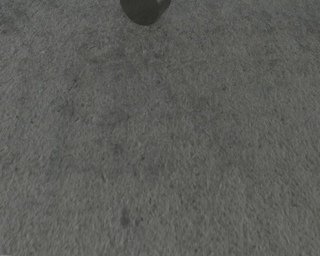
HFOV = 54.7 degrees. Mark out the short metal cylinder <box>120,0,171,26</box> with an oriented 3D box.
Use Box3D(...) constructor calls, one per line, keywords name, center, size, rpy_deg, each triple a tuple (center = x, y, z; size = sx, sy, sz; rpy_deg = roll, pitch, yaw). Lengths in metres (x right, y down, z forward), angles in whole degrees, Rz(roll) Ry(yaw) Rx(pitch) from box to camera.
Box3D(name="short metal cylinder", center=(-0.026, -0.237, 0.566), size=(0.080, 0.080, 0.050), rpy_deg=(22, 53, 17))
